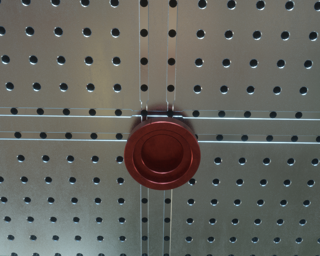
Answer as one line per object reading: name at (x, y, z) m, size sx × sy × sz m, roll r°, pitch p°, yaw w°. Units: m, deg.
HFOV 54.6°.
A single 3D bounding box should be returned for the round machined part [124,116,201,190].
round machined part at (0.003, 0.030, 0.415) m, size 0.099 × 0.042 × 0.097 m, roll 0°, pitch 110°, yaw 0°
